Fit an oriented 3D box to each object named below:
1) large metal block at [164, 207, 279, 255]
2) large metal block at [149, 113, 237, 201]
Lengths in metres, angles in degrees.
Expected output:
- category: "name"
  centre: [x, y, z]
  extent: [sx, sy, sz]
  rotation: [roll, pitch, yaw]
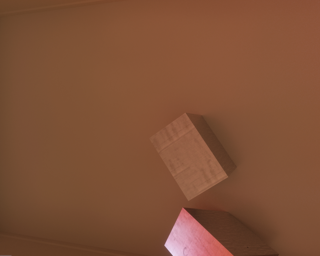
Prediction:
- category: "large metal block"
  centre: [0.066, 0.134, 0.341]
  extent: [0.080, 0.081, 0.050]
  rotation: [34, 103, 50]
- category: "large metal block"
  centre: [0.042, 0.030, 0.366]
  extent: [0.050, 0.080, 0.080]
  rotation: [-36, 79, 17]
